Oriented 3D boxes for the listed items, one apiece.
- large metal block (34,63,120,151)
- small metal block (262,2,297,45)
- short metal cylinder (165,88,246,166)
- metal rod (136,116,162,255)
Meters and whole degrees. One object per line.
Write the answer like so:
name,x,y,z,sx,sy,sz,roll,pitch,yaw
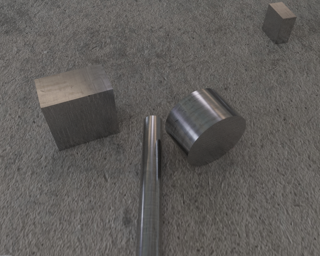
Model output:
large metal block,-0.100,-0.025,0.388,0.081,0.080,0.050,-18,52,-14
small metal block,0.207,-0.183,0.543,0.025,0.050,0.050,-11,51,-9
short metal cylinder,0.054,0.000,0.368,0.081,0.080,0.050,-23,54,-18
metal rod,-0.011,0.107,0.313,0.025,0.025,0.300,0,50,0
